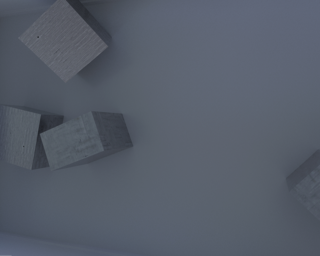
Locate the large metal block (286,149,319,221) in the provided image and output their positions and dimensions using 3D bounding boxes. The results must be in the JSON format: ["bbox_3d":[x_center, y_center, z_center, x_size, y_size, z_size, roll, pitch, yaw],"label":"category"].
[{"bbox_3d":[0.180,0.070,0.317,0.080,0.080,0.050,46,104,14],"label":"large metal block"}]

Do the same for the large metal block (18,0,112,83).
[{"bbox_3d":[-0.125,-0.123,0.421,0.080,0.050,0.080,-36,116,16],"label":"large metal block"}]

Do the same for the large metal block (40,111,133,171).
[{"bbox_3d":[-0.095,0.017,0.415,0.080,0.080,0.050,-21,83,19],"label":"large metal block"}]

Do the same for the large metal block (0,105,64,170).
[{"bbox_3d":[-0.201,0.012,0.468,0.080,0.050,0.080,13,94,19],"label":"large metal block"}]
